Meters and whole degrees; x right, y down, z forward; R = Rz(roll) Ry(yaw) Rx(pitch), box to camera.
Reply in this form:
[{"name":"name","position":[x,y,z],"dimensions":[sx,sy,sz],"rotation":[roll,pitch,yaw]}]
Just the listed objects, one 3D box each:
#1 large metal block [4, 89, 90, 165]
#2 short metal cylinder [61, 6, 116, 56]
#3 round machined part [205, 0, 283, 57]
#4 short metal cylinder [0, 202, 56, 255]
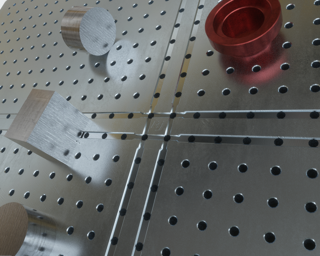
[{"name":"large metal block","position":[-0.164,-0.001,0.460],"dimensions":[0.050,0.080,0.080],"rotation":[9,66,32]},{"name":"short metal cylinder","position":[-0.124,-0.171,0.543],"dimensions":[0.050,0.080,0.080],"rotation":[18,72,35]},{"name":"round machined part","position":[0.114,-0.136,0.421],"dimensions":[0.098,0.042,0.098],"rotation":[-13,56,21]},{"name":"short metal cylinder","position":[-0.184,0.143,0.402],"dimensions":[0.080,0.050,0.080],"rotation":[-13,56,21]}]
